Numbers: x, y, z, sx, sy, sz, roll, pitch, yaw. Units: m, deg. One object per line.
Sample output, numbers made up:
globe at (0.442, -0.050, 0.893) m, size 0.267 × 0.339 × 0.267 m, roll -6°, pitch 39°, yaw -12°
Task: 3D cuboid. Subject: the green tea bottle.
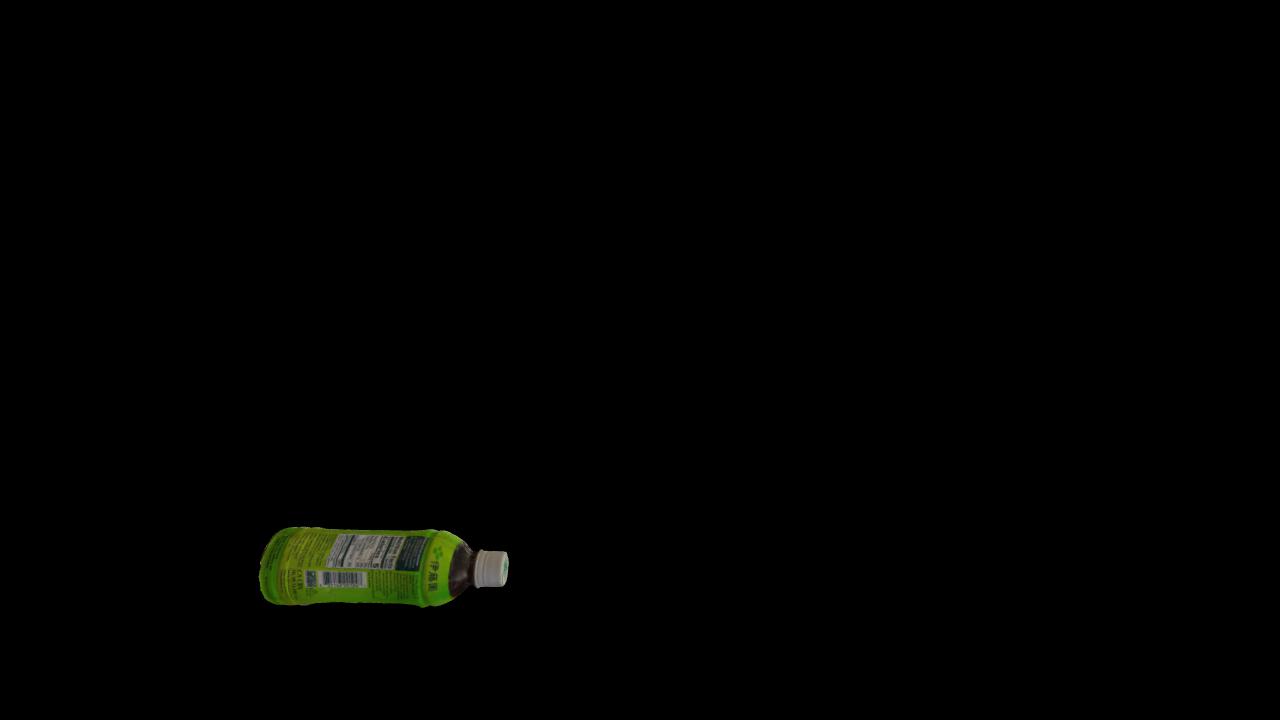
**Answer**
green tea bottle at (-0.228, 0.190, 0.562) m, size 0.212 × 0.073 × 0.073 m, roll 1°, pitch 0°, yaw 4°
